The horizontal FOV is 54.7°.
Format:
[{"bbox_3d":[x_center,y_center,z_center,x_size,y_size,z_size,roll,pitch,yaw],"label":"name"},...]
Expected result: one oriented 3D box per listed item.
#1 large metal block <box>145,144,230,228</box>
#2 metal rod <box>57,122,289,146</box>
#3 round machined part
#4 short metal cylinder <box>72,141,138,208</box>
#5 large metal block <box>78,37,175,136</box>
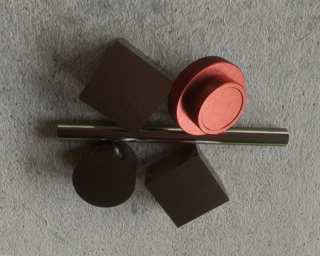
[{"bbox_3d":[0.036,0.076,0.426,0.080,0.050,0.080,-31,108,10],"label":"large metal block"},{"bbox_3d":[0.018,0.008,0.415,0.302,0.025,0.025,2,110,-1],"label":"metal rod"},{"bbox_3d":[0.062,-0.031,0.366,0.099,0.042,0.097,-17,130,-22],"label":"round machined part"},{"bbox_3d":[-0.071,0.059,0.418,0.081,0.050,0.079,0,110,-1],"label":"short metal cylinder"},{"bbox_3d":[-0.038,-0.051,0.376,0.080,0.050,0.080,35,106,-12],"label":"large metal block"}]
